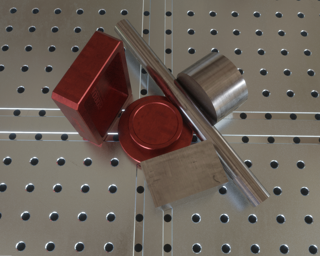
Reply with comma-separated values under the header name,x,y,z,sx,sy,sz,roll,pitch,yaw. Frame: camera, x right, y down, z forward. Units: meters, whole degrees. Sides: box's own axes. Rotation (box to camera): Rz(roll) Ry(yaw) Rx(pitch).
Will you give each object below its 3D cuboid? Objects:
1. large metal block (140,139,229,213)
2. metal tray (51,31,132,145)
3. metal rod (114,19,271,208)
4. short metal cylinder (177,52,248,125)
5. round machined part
name,x,y,z,sx,sy,sz,roll,pitch,yaw
large metal block,0.025,0.059,0.361,0.081,0.080,0.050,-18,71,-7
metal tray,-0.073,-0.040,0.370,0.030,0.130,0.090,26,72,9
metal rod,0.032,-0.030,0.401,0.025,0.025,0.299,-34,74,-12
short metal cylinder,0.066,-0.050,0.400,0.050,0.080,0.080,-35,74,-12
round machined part,-0.006,0.001,0.402,0.099,0.042,0.098,0,70,-1
